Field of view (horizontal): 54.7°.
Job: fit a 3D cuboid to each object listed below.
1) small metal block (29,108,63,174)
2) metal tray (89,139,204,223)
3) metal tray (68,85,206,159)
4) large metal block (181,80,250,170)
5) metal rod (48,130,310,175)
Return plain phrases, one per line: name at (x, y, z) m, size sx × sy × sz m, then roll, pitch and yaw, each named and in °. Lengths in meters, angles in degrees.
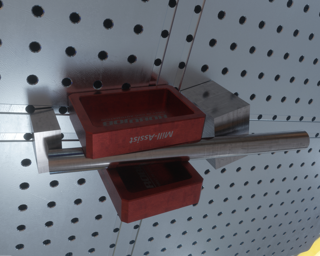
small metal block at (-0.124, 0.013, 0.336) m, size 0.025 × 0.050 × 0.050 m, roll -8°, pitch 122°, yaw -25°
metal tray at (-0.022, 0.043, 0.360) m, size 0.091 × 0.130 × 0.030 m, roll -9°, pitch 123°, yaw -24°
metal tray at (-0.027, -0.013, 0.347) m, size 0.131 × 0.090 × 0.030 m, roll -9°, pitch 123°, yaw -24°
large metal block at (0.072, -0.006, 0.412) m, size 0.050 × 0.080 × 0.079 m, roll -21°, pitch 127°, yaw -17°
metal rod at (0.035, 0.024, 0.349) m, size 0.302 × 0.025 × 0.025 m, roll -4°, pitch 121°, yaw -16°
